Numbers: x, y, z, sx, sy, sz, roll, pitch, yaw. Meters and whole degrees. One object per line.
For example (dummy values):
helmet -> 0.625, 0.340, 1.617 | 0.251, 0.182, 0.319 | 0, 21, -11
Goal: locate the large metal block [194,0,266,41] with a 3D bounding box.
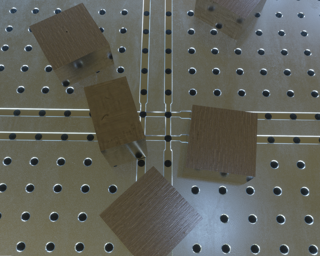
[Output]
large metal block -> 0.110, -0.195, 0.471 | 0.080, 0.050, 0.080 | 35, 73, 11

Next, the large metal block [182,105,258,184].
large metal block -> 0.075, 0.022, 0.391 | 0.080, 0.050, 0.080 | 8, 70, 2

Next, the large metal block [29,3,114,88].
large metal block -> -0.123, -0.117, 0.440 | 0.080, 0.050, 0.080 | -29, 73, -11

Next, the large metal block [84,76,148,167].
large metal block -> -0.052, -0.005, 0.384 | 0.050, 0.080, 0.080 | -17, 71, -6

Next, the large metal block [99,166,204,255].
large metal block -> -0.010, 0.105, 0.360 | 0.080, 0.050, 0.080 | -41, 76, -14
